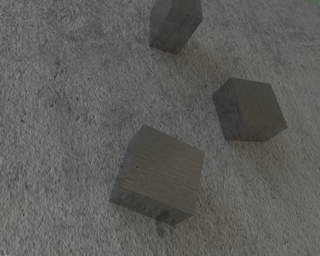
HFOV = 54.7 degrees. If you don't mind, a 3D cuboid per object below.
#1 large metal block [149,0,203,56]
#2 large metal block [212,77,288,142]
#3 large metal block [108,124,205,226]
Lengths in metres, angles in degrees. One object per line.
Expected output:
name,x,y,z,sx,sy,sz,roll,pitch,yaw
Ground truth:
large metal block,0.022,-0.177,0.488,0.050,0.080,0.080,13,56,-21
large metal block,0.136,-0.026,0.477,0.081,0.050,0.080,4,60,-26
large metal block,-0.002,0.054,0.353,0.080,0.050,0.080,26,53,-13
